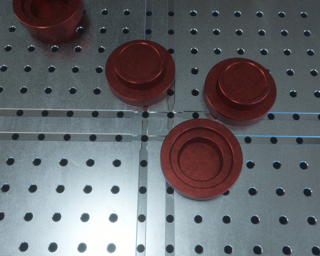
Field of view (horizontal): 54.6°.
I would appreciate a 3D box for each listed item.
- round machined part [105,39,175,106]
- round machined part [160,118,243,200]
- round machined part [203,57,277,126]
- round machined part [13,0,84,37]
[{"bbox_3d":[-0.028,-0.083,0.433,0.099,0.042,0.098,0,70,0],"label":"round machined part"},{"bbox_3d":[0.049,0.041,0.388,0.099,0.042,0.098,0,70,0],"label":"round machined part"},{"bbox_3d":[0.110,-0.055,0.424,0.099,0.042,0.098,0,70,0],"label":"round machined part"},{"bbox_3d":[-0.163,-0.178,0.467,0.099,0.042,0.098,0,70,0],"label":"round machined part"}]
